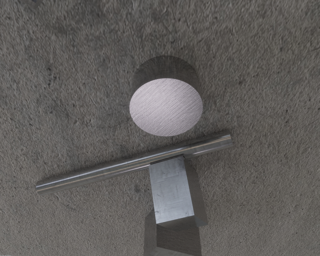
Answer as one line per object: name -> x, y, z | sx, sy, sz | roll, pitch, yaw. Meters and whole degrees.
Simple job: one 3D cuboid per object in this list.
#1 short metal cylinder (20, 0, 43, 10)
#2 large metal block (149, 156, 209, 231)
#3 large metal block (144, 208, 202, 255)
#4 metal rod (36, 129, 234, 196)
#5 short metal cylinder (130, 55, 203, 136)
short metal cylinder -> -0.103, -0.144, 0.247 | 0.050, 0.080, 0.080 | 32, 123, -24
large metal block -> 0.027, 0.096, 0.437 | 0.050, 0.080, 0.080 | -17, 150, 14
large metal block -> 0.020, 0.186, 0.530 | 0.080, 0.080, 0.050 | 20, 127, -17
metal rod -> -0.045, 0.054, 0.452 | 0.301, 0.025, 0.025 | -16, 129, 13
short metal cylinder -> 0.007, -0.036, 0.360 | 0.081, 0.050, 0.079 | 0, 130, 0
